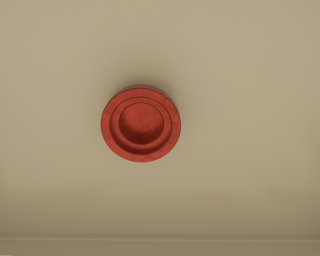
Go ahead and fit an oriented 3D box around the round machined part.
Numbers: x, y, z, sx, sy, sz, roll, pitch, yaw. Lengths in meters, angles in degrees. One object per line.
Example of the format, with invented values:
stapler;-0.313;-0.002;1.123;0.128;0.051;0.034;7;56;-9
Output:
round machined part;-0.023;-0.009;0.399;0.099;0.042;0.097;0;110;0
